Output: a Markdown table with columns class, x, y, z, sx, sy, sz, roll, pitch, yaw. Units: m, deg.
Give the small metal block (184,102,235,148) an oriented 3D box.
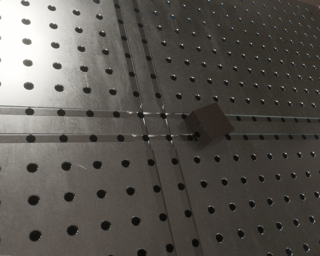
| class | x | y | z | sx | sy | sz | roll | pitch | yaw |
| --- | --- | --- | --- | --- | --- | --- | --- | --- | --- |
| small metal block | 0.073 | -0.005 | 0.452 | 0.050 | 0.025 | 0.050 | -21 | 73 | -36 |
